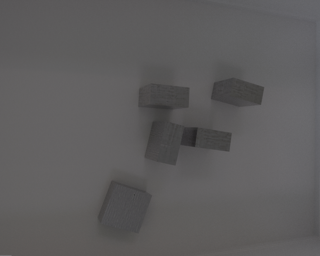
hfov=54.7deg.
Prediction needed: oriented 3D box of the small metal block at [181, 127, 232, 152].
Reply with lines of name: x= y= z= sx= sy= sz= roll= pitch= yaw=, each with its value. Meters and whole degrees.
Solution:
small metal block: x=0.060 y=0.015 z=0.419 sx=0.050 sy=0.050 sz=0.025 roll=9 pitch=87 yaw=-20

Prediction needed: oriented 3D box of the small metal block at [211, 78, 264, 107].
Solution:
small metal block: x=0.108 y=-0.049 z=0.437 sx=0.050 sy=0.050 sz=0.025 roll=13 pitch=86 yaw=-20

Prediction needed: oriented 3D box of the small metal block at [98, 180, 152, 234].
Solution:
small metal block: x=-0.045 y=0.100 z=0.394 sx=0.050 sy=0.025 sz=0.050 roll=22 pitch=83 yaw=-19

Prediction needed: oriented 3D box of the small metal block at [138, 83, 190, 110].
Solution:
small metal block: x=0.004 y=-0.039 z=0.398 sx=0.050 sy=0.050 sz=0.025 roll=3 pitch=89 yaw=-20

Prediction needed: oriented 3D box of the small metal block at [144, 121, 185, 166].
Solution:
small metal block: x=0.005 y=0.019 z=0.399 sx=0.025 sy=0.050 sz=0.050 roll=15 pitch=85 yaw=-20
